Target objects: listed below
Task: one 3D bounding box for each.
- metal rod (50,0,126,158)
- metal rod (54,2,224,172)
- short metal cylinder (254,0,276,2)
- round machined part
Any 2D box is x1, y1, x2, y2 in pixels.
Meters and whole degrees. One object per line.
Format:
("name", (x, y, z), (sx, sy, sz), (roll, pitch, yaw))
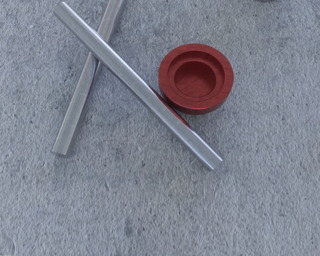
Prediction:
("metal rod", (-0.091, -0.102, 0.444), (0.025, 0.025, 0.299), (13, 70, 4))
("metal rod", (-0.033, -0.059, 0.411), (0.025, 0.025, 0.300), (-43, 83, -14))
("short metal cylinder", (0.170, -0.248, 0.488), (0.081, 0.050, 0.080), (0, 70, 0))
("round machined part", (0.047, -0.062, 0.422), (0.099, 0.042, 0.098), (0, 70, -1))
